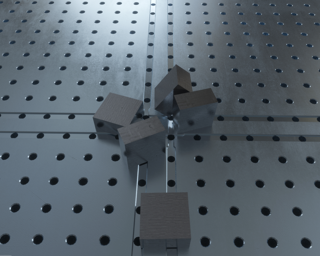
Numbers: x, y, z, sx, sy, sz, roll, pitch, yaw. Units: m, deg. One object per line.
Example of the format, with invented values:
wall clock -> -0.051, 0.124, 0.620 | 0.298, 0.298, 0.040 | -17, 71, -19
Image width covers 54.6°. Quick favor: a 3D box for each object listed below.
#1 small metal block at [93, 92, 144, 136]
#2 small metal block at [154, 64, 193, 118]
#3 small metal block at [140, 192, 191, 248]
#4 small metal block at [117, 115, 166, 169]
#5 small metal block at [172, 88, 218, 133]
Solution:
small metal block -> -0.055, -0.017, 0.422 | 0.050, 0.025, 0.050 | 16, 52, 13
small metal block -> 0.017, -0.051, 0.427 | 0.025, 0.050, 0.050 | 29, 35, -24
small metal block -> 0.005, 0.097, 0.327 | 0.050, 0.025, 0.050 | -1, 50, -1
small metal block -> -0.021, 0.018, 0.377 | 0.050, 0.050, 0.025 | -20, 53, -16
small metal block -> 0.045, -0.022, 0.410 | 0.050, 0.050, 0.025 | -12, 55, -10
